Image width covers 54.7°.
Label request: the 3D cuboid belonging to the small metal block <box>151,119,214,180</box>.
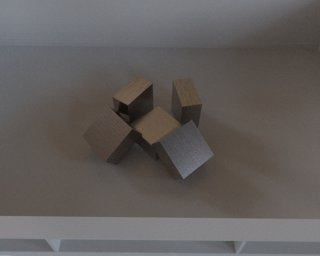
[{"bbox_3d":[0.027,0.026,0.365,0.050,0.025,0.050,-34,95,-26],"label":"small metal block"}]

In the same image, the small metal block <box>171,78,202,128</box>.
[{"bbox_3d":[0.034,-0.030,0.412,0.025,0.050,0.050,-8,50,-8],"label":"small metal block"}]

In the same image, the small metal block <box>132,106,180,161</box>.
[{"bbox_3d":[-0.004,0.006,0.397,0.050,0.025,0.050,-35,58,-26],"label":"small metal block"}]

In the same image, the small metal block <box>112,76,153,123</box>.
[{"bbox_3d":[-0.034,-0.033,0.413,0.025,0.050,0.050,29,56,22],"label":"small metal block"}]

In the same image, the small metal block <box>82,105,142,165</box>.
[{"bbox_3d":[-0.059,0.009,0.380,0.050,0.025,0.050,41,94,29],"label":"small metal block"}]
